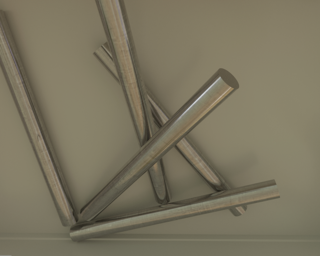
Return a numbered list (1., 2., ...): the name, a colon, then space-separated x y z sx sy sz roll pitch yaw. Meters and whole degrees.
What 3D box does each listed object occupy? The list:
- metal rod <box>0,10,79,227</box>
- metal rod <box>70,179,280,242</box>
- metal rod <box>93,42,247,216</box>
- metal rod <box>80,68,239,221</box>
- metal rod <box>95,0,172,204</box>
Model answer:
1. metal rod: -0.164 0.002 0.410 0.025 0.025 0.298 -11 110 4
2. metal rod: 0.012 0.119 0.437 0.301 0.025 0.025 -16 110 12
3. metal rod: 0.023 0.011 0.415 0.025 0.025 0.300 -37 106 12
4. metal rod: -0.022 0.040 0.369 0.025 0.025 0.298 35 128 -12
5. metal rod: -0.022 -0.014 0.358 0.025 0.025 0.298 -10 128 4
